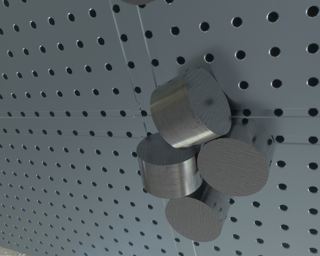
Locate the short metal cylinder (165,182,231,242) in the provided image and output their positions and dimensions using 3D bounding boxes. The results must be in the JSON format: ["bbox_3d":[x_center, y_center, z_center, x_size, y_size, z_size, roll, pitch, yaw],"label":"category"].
[{"bbox_3d":[0.054,0.112,0.436,0.080,0.050,0.079,13,124,21],"label":"short metal cylinder"}]

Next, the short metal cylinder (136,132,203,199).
[{"bbox_3d":[0.014,0.044,0.396,0.080,0.080,0.050,7,121,25],"label":"short metal cylinder"}]

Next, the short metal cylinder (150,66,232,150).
[{"bbox_3d":[0.035,-0.021,0.344,0.050,0.080,0.080,-26,104,37],"label":"short metal cylinder"}]

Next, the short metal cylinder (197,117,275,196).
[{"bbox_3d":[0.091,0.034,0.368,0.080,0.050,0.079,13,124,21],"label":"short metal cylinder"}]

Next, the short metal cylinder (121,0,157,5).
[{"bbox_3d":[-0.014,-0.166,0.300,0.080,0.050,0.079,13,124,21],"label":"short metal cylinder"}]
